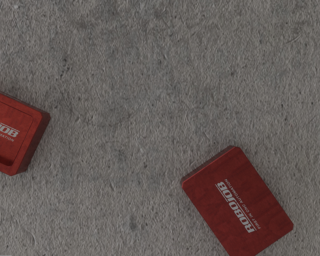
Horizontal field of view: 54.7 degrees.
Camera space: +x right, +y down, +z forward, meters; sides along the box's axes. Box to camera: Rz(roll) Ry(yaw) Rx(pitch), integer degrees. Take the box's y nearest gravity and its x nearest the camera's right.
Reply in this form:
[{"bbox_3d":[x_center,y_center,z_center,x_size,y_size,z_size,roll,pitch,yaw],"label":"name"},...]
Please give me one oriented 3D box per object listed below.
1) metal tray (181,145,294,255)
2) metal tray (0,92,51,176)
[{"bbox_3d":[0.099,0.099,0.408,0.090,0.030,0.130,-35,90,0],"label":"metal tray"},{"bbox_3d":[-0.224,-0.005,0.405,0.131,0.030,0.090,25,90,0],"label":"metal tray"}]
